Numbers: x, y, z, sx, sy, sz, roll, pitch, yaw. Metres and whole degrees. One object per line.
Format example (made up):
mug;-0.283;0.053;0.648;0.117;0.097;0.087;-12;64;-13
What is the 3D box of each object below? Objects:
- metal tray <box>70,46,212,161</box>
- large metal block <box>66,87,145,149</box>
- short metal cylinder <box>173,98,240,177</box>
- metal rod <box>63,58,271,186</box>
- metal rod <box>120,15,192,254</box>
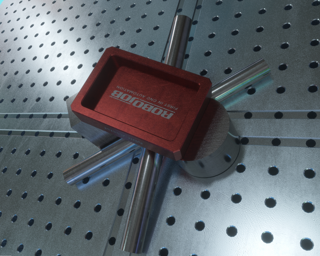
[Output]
metal tray;-0.019;-0.030;0.342;0.130;0.030;0.090;22;72;16
large metal block;-0.065;-0.020;0.417;0.080;0.080;0.050;-30;52;9
short metal cylinder;0.047;0.011;0.359;0.080;0.050;0.080;-13;56;20
metal rod;0.003;-0.004;0.408;0.301;0.025;0.025;-29;52;9
metal rod;0.000;-0.005;0.381;0.025;0.025;0.299;4;73;29
